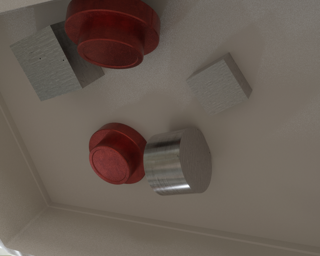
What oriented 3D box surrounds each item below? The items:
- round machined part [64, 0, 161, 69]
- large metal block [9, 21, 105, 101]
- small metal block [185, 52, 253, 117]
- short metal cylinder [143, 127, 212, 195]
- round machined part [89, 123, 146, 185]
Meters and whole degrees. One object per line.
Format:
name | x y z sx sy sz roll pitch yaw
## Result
round machined part | -0.050 -0.095 0.327 0.098 0.098 0.042 -3 75 29
large metal block | -0.133 -0.088 0.406 0.080 0.050 0.080 -11 113 32
small metal block | 0.066 -0.047 0.344 0.050 0.025 0.050 -26 105 36
short metal cylinder | 0.024 0.042 0.386 0.050 0.080 0.080 -13 112 33
round machined part | -0.064 0.045 0.457 0.098 0.042 0.097 13 124 20
